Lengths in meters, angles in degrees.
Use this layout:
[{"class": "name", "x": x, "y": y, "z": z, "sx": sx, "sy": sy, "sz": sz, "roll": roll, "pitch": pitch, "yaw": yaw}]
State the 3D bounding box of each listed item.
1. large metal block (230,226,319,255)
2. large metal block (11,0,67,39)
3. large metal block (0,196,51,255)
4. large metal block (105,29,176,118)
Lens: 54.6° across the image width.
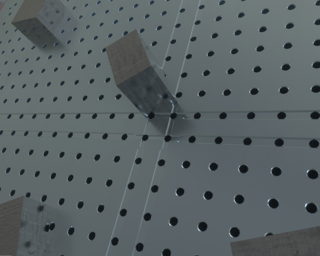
[{"class": "large metal block", "x": 0.109, "y": 0.116, "z": 0.244, "sx": 0.080, "sy": 0.080, "sz": 0.050, "roll": -18, "pitch": 55, "yaw": 18}, {"class": "large metal block", "x": -0.269, "y": -0.251, "z": 0.689, "sx": 0.080, "sy": 0.050, "sz": 0.080, "roll": 1, "pitch": 62, "yaw": 29}, {"class": "large metal block", "x": -0.196, "y": 0.145, "z": 0.408, "sx": 0.080, "sy": 0.050, "sz": 0.080, "roll": -21, "pitch": 54, "yaw": 16}, {"class": "large metal block", "x": -0.027, "y": -0.075, "z": 0.434, "sx": 0.050, "sy": 0.080, "sz": 0.080, "roll": -28, "pitch": 52, "yaw": 11}]
